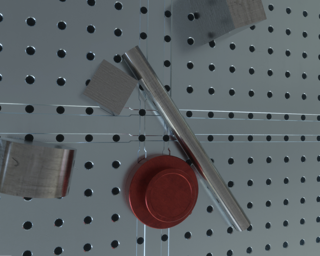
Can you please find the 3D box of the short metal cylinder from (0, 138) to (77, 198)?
[{"bbox_3d":[-0.135,0.041,0.334,0.081,0.080,0.050,11,87,-20],"label":"short metal cylinder"}]

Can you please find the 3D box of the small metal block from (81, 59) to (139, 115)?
[{"bbox_3d":[-0.064,-0.050,0.390,0.050,0.025,0.050,31,80,-18],"label":"small metal block"}]

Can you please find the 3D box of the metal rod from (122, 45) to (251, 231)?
[{"bbox_3d":[0.042,0.022,0.429,0.025,0.025,0.299,-37,102,-16],"label":"metal rod"}]

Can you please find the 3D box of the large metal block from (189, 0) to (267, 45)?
[{"bbox_3d":[0.086,-0.167,0.416,0.050,0.080,0.080,-22,98,-19],"label":"large metal block"}]

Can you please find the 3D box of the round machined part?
[{"bbox_3d":[0.007,0.084,0.408,0.099,0.042,0.097,0,90,-21],"label":"round machined part"}]
